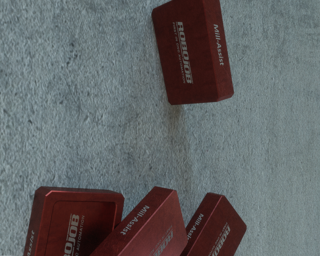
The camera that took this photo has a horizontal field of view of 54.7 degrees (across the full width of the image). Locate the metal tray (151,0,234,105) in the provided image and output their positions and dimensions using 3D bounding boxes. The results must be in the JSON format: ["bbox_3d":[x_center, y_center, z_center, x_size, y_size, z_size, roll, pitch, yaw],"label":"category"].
[{"bbox_3d":[0.040,-0.097,0.394,0.030,0.090,0.129,-19,102,-39],"label":"metal tray"}]

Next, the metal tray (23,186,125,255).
[{"bbox_3d":[-0.091,0.130,0.324,0.091,0.030,0.129,13,82,-39],"label":"metal tray"}]

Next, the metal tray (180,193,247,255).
[{"bbox_3d":[0.073,0.175,0.463,0.130,0.030,0.090,-52,120,-27],"label":"metal tray"}]

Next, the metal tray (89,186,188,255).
[{"bbox_3d":[-0.017,0.141,0.359,0.131,0.030,0.089,-40,125,-47],"label":"metal tray"}]
